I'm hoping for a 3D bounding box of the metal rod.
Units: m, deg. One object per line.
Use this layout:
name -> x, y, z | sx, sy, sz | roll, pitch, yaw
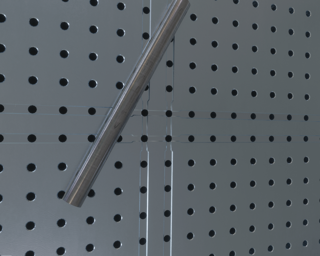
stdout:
metal rod -> -0.038, -0.041, 0.398 | 0.025, 0.025, 0.300 | 31, 80, -18
